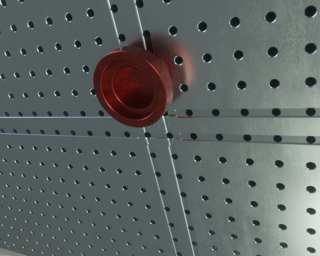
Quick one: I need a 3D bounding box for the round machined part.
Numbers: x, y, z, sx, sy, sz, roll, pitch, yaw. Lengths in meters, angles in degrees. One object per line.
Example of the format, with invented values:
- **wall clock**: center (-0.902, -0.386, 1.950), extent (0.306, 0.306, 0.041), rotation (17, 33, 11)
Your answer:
- **round machined part**: center (-0.029, -0.053, 0.381), extent (0.098, 0.042, 0.097), rotation (13, 124, 20)
